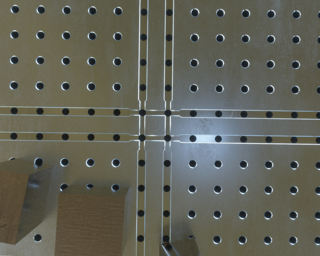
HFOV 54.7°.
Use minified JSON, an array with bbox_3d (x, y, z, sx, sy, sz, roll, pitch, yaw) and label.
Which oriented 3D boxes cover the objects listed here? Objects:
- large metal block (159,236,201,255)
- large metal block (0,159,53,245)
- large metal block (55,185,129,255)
[{"bbox_3d":[0.035,0.194,0.387,0.050,0.080,0.080,-16,90,0],"label":"large metal block"},{"bbox_3d":[-0.178,0.086,0.384,0.050,0.080,0.080,11,90,0],"label":"large metal block"},{"bbox_3d":[-0.085,0.121,0.400,0.081,0.050,0.079,4,90,-1],"label":"large metal block"}]
